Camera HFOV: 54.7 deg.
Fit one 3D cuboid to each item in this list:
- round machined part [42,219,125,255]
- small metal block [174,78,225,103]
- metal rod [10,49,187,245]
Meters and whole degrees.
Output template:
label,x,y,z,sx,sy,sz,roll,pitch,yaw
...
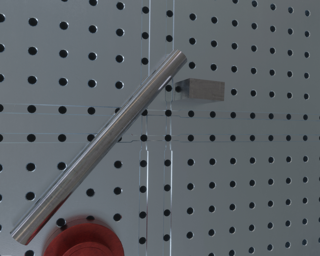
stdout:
label,x,y,z,sx,sy,sz,roll,pitch,yaw
round machined part,-0.090,0.163,0.371,0.099,0.042,0.097,0,90,-20
small metal block,0.052,-0.049,0.418,0.050,0.050,0.025,3,89,-20
metal rod,-0.067,0.014,0.387,0.025,0.025,0.300,44,76,-15
